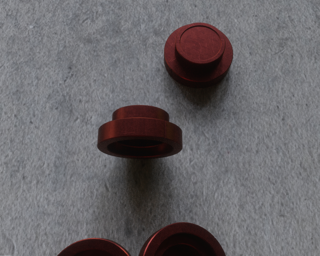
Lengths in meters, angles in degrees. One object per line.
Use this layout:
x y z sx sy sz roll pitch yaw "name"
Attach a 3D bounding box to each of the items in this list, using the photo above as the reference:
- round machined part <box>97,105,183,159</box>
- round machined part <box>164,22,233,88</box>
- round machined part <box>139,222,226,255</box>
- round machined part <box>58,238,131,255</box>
-0.023 0.005 0.367 0.099 0.098 0.042 0 70 0 "round machined part"
0.055 -0.109 0.440 0.099 0.042 0.098 0 70 -1 "round machined part"
0.021 0.155 0.332 0.099 0.042 0.098 10 60 -17 "round machined part"
-0.071 0.171 0.336 0.099 0.042 0.098 0 70 0 "round machined part"
